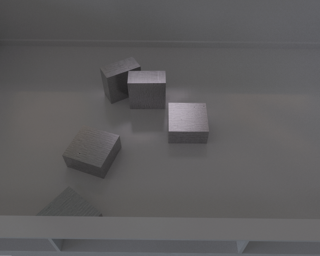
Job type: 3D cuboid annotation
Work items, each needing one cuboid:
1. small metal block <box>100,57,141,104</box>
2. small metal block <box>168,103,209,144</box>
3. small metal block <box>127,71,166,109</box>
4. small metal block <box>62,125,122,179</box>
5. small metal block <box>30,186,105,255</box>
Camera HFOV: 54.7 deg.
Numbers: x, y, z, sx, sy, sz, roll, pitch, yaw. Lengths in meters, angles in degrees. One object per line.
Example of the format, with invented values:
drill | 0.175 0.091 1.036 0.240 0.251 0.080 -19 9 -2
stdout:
small metal block | -0.055 -0.068 0.446 0.050 0.050 0.025 -23 54 -18
small metal block | 0.036 -0.007 0.411 0.050 0.025 0.050 1 50 0
small metal block | -0.018 -0.052 0.433 0.050 0.050 0.025 -1 50 -1
small metal block | -0.082 0.028 0.381 0.050 0.025 0.050 16 52 13
small metal block | -0.095 0.098 0.322 0.050 0.025 0.050 32 57 24
